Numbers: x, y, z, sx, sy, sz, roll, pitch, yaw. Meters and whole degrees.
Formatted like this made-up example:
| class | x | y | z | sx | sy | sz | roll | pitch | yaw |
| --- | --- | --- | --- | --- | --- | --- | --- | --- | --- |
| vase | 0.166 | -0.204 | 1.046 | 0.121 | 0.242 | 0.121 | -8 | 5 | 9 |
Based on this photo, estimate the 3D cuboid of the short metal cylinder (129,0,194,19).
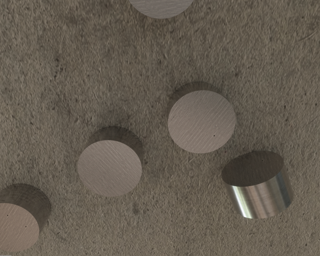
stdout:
| class | x | y | z | sx | sy | sz | roll | pitch | yaw |
| --- | --- | --- | --- | --- | --- | --- | --- | --- | --- |
| short metal cylinder | 0.001 | -0.161 | 0.337 | 0.081 | 0.050 | 0.079 | 0 | 110 | 0 |

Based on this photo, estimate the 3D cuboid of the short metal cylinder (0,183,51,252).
| class | x | y | z | sx | sy | sz | roll | pitch | yaw |
| --- | --- | --- | --- | --- | --- | --- | --- | --- | --- |
| short metal cylinder | -0.204 | 0.127 | 0.441 | 0.081 | 0.050 | 0.079 | 0 | 110 | 0 |

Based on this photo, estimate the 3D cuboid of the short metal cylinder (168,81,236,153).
| class | x | y | z | sx | sy | sz | roll | pitch | yaw |
| --- | --- | --- | --- | --- | --- | --- | --- | --- | --- |
| short metal cylinder | 0.050 | -0.015 | 0.391 | 0.081 | 0.050 | 0.079 | 0 | 110 | 0 |

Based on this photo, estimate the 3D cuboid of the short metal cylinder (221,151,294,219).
| class | x | y | z | sx | sy | sz | roll | pitch | yaw |
| --- | --- | --- | --- | --- | --- | --- | --- | --- | --- |
| short metal cylinder | 0.128 | 0.073 | 0.408 | 0.080 | 0.080 | 0.050 | -21 | 109 | 7 |

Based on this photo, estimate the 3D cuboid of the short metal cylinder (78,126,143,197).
| class | x | y | z | sx | sy | sz | roll | pitch | yaw |
| --- | --- | --- | --- | --- | --- | --- | --- | --- | --- |
| short metal cylinder | -0.063 | 0.043 | 0.412 | 0.081 | 0.050 | 0.079 | 0 | 110 | 0 |
